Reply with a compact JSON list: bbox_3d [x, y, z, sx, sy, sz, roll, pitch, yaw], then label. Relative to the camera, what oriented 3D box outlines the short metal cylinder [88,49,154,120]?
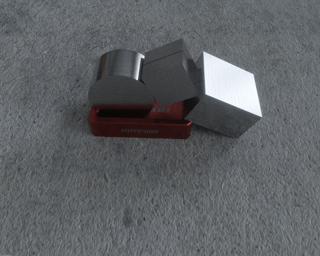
[{"bbox_3d":[-0.047,-0.053,0.396,0.081,0.080,0.050,1,50,0],"label":"short metal cylinder"}]

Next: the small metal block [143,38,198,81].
[{"bbox_3d":[0.014,-0.076,0.384,0.050,0.050,0.025,-16,45,21],"label":"small metal block"}]

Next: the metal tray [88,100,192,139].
[{"bbox_3d":[-0.024,-0.030,0.426,0.131,0.030,0.090,2,50,1],"label":"metal tray"}]

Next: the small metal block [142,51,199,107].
[{"bbox_3d":[0.013,-0.056,0.367,0.050,0.050,0.025,-16,45,21],"label":"small metal block"}]

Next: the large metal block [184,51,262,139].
[{"bbox_3d":[0.079,-0.042,0.406,0.080,0.050,0.080,20,48,-18],"label":"large metal block"}]
